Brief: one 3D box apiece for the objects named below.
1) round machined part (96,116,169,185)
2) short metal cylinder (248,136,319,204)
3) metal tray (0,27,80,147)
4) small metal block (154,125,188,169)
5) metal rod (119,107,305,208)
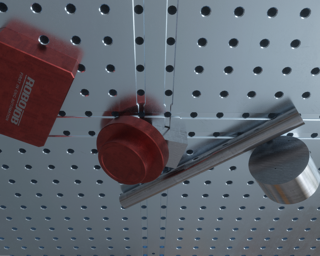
[{"bbox_3d":[-0.042,0.036,0.408,0.098,0.042,0.097,12,125,18],"label":"round machined part"},{"bbox_3d":[0.171,0.057,0.427,0.080,0.080,0.050,-27,126,20],"label":"short metal cylinder"},{"bbox_3d":[-0.163,-0.041,0.371,0.091,0.030,0.129,23,126,-19],"label":"metal tray"},{"bbox_3d":[0.006,0.027,0.435,0.050,0.025,0.050,13,129,-11],"label":"small metal block"},{"bbox_3d":[0.061,0.053,0.457,0.300,0.025,0.025,-30,124,22],"label":"metal rod"}]
